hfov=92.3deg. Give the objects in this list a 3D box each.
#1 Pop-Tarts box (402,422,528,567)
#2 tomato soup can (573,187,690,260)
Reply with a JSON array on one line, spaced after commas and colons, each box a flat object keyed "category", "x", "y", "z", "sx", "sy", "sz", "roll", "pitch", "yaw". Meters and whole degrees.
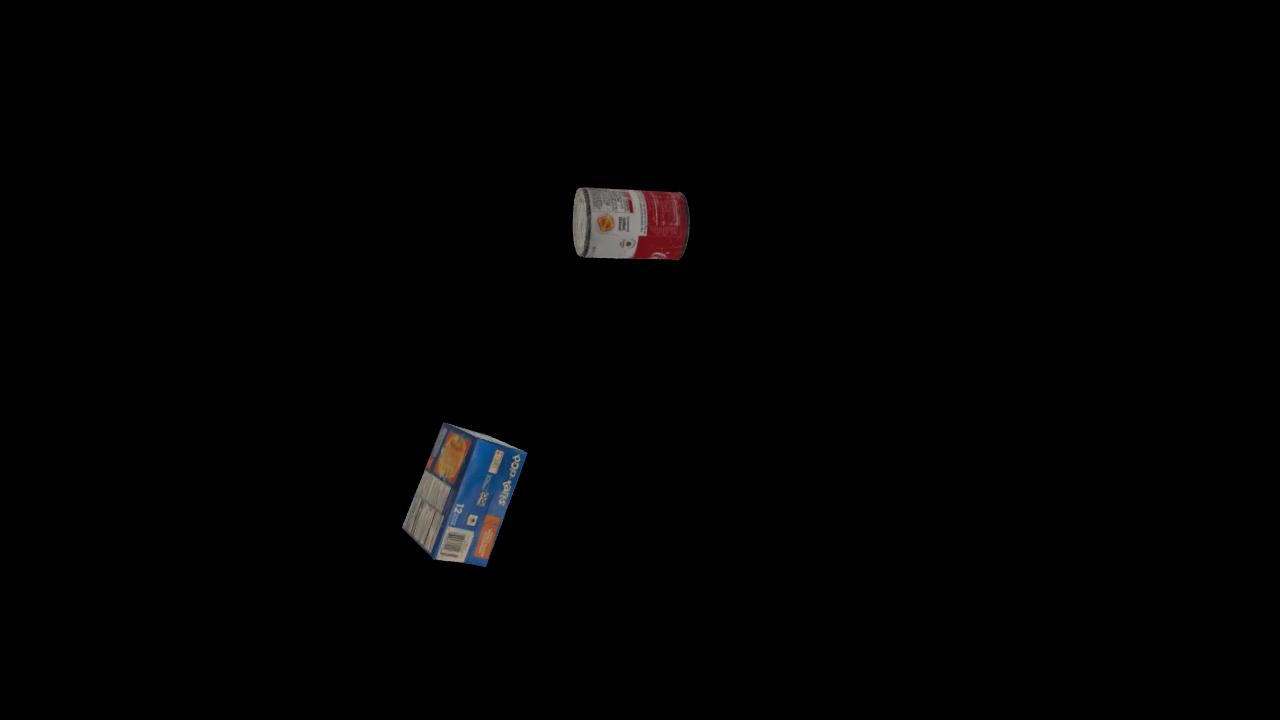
[{"category": "Pop-Tarts box", "x": -0.253, "y": 0.189, "z": 0.885, "sx": 0.083, "sy": 0.167, "sz": 0.141, "roll": 26, "pitch": -12, "yaw": -36}, {"category": "tomato soup can", "x": -0.010, "y": -0.132, "z": 0.598, "sx": 0.101, "sy": 0.068, "sz": 0.068, "roll": -1, "pitch": 0, "yaw": -17}]
